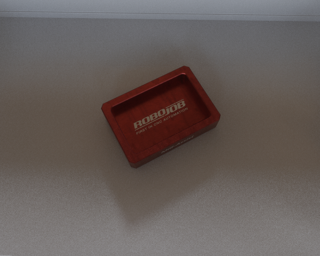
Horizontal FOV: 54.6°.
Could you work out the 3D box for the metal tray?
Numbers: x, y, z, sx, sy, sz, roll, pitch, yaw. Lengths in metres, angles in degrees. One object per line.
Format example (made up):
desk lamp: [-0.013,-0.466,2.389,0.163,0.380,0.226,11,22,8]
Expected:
metal tray: [0.001,-0.016,0.410,0.131,0.030,0.090,-27,73,-10]
